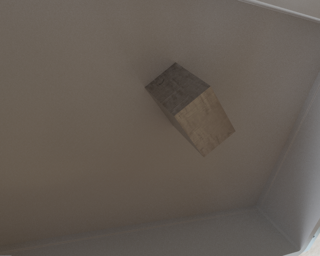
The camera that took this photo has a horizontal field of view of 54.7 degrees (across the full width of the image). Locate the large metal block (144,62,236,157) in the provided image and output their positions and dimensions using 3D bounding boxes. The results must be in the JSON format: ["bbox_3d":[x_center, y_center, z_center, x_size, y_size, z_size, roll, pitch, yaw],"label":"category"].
[{"bbox_3d":[0.036,-0.023,0.380,0.050,0.080,0.080,-40,130,-2],"label":"large metal block"}]
